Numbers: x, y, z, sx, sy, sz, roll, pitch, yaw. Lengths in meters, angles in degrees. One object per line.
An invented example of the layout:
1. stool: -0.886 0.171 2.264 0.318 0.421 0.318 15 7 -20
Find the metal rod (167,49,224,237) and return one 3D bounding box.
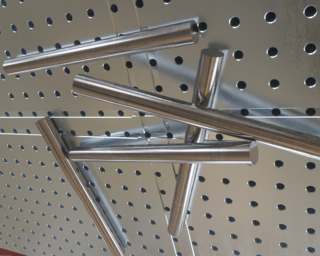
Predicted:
1. metal rod: 0.040 0.042 0.414 0.025 0.025 0.298 19 126 17

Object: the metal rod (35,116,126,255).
1. metal rod: -0.134 0.115 0.550 0.025 0.025 0.299 -10 114 32

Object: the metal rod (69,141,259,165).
1. metal rod: -0.020 0.034 0.417 0.300 0.025 0.025 -4 117 37

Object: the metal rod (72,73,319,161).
1. metal rod: 0.048 -0.012 0.345 0.301 0.025 0.025 15 125 7

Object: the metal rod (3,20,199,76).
1. metal rod: -0.095 -0.097 0.399 0.300 0.025 0.025 -2 118 28
